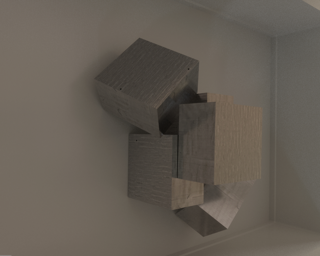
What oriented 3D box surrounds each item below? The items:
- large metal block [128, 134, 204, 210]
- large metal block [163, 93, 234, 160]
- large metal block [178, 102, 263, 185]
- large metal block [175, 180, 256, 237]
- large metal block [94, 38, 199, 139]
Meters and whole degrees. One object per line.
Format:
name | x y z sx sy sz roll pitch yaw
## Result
large metal block | 0.006 0.047 0.374 0.050 0.080 0.080 1 89 -40
large metal block | 0.048 -0.001 0.407 0.050 0.080 0.080 1 89 -40
large metal block | 0.067 0.016 0.340 0.081 0.050 0.080 2 89 -40
large metal block | 0.074 0.094 0.421 0.050 0.080 0.080 38 61 5
large metal block | -0.012 -0.047 0.349 0.080 0.080 0.050 -51 155 -28
